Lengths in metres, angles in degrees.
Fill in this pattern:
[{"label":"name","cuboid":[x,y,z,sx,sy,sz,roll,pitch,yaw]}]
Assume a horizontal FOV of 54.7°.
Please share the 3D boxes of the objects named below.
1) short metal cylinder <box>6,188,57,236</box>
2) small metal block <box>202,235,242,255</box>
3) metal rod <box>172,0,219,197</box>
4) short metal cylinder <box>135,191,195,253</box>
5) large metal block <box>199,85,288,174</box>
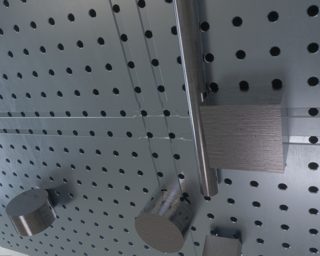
[{"label":"short metal cylinder","cuboid":[-0.253,0.165,0.611,0.080,0.080,0.050,3,120,26]},{"label":"small metal block","cuboid":[0.092,0.192,0.461,0.050,0.050,0.025,-2,143,29]},{"label":"metal rod","cuboid":[0.043,-0.044,0.361,0.025,0.025,0.298,3,120,26]},{"label":"short metal cylinder","cuboid":[0.008,0.145,0.481,0.080,0.050,0.079,13,124,21]},{"label":"large metal block","cuboid":[0.096,0.000,0.345,0.080,0.050,0.080,1,119,28]}]
